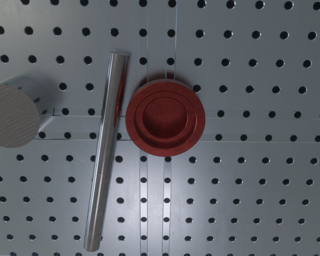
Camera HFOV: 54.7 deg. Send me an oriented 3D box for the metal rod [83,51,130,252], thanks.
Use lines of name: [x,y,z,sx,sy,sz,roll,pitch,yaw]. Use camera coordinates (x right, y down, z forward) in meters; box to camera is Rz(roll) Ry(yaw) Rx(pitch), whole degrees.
metal rod: [-0.078,0.046,0.429,0.025,0.025,0.298,10,110,-4]

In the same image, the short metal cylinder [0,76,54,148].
short metal cylinder: [-0.183,-0.021,0.390,0.081,0.050,0.079,0,110,0]

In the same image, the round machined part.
round machined part: [0.006,-0.016,0.399,0.099,0.042,0.097,0,110,0]
